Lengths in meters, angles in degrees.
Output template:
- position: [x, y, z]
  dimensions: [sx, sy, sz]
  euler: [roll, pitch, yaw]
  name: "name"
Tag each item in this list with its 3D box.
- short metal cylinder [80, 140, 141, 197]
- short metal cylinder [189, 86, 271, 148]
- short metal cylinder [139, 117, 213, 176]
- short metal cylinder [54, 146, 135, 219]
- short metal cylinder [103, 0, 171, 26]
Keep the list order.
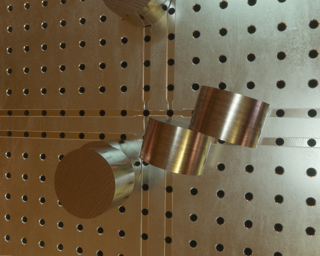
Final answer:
- position: [-0.073, 0.056, 0.425]
  dimensions: [0.080, 0.050, 0.079]
  euler: [0, 90, 20]
  name: "short metal cylinder"
- position: [0.079, -0.013, 0.355]
  dimensions: [0.080, 0.080, 0.050]
  euler: [19, 96, 19]
  name: "short metal cylinder"
- position: [0.020, 0.020, 0.376]
  dimensions: [0.080, 0.080, 0.050]
  euler: [17, 96, 19]
  name: "short metal cylinder"
- position: [-0.078, 0.063, 0.373]
  dimensions: [0.080, 0.050, 0.079]
  euler: [0, 90, 20]
  name: "short metal cylinder"
- position: [-0.031, -0.182, 0.410]
  dimensions: [0.080, 0.050, 0.079]
  euler: [0, 90, 19]
  name: "short metal cylinder"
